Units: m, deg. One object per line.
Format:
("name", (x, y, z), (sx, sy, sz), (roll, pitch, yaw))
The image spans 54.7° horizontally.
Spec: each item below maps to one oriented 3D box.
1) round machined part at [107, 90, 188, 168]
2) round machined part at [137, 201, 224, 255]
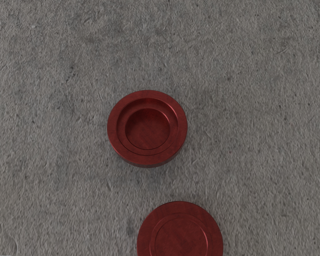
("round machined part", (-0.015, 0.004, 0.397), (0.099, 0.042, 0.098), (0, 70, 0))
("round machined part", (0.023, 0.132, 0.351), (0.099, 0.042, 0.098), (0, 70, 0))
